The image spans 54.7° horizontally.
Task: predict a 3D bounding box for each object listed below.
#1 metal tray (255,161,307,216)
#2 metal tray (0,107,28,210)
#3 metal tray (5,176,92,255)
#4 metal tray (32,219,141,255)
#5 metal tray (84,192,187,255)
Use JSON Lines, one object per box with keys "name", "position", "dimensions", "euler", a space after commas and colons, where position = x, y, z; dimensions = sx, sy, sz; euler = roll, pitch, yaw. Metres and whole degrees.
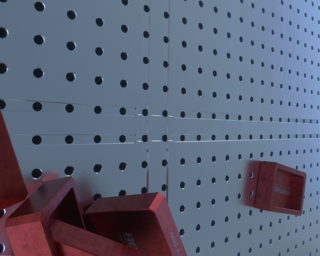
{"name": "metal tray", "position": [0.242, 0.121, 0.612], "dimensions": [0.131, 0.030, 0.090], "euler": [19, 78, -39]}
{"name": "metal tray", "position": [-0.177, 0.016, 0.258], "dimensions": [0.091, 0.030, 0.129], "euler": [-22, 104, -38]}
{"name": "metal tray", "position": [-0.092, 0.122, 0.292], "dimensions": [0.030, 0.090, 0.129], "euler": [-12, 101, 3]}
{"name": "metal tray", "position": [-0.082, 0.159, 0.279], "dimensions": [0.090, 0.030, 0.129], "euler": [23, 99, -5]}
{"name": "metal tray", "position": [-0.021, 0.138, 0.348], "dimensions": [0.030, 0.090, 0.129], "euler": [-49, 123, -59]}
